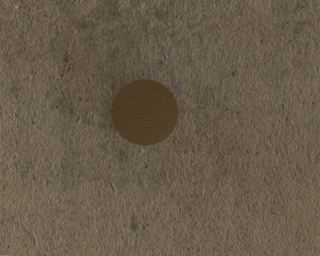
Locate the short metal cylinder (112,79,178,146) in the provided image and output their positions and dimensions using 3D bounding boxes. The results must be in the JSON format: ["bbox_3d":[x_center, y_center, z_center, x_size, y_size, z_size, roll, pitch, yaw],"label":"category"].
[{"bbox_3d":[-0.018,-0.019,0.397,0.080,0.050,0.080,0,90,0],"label":"short metal cylinder"}]
